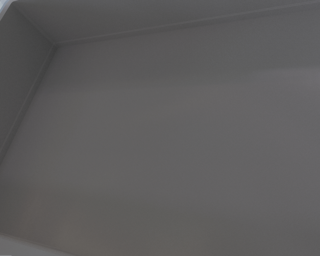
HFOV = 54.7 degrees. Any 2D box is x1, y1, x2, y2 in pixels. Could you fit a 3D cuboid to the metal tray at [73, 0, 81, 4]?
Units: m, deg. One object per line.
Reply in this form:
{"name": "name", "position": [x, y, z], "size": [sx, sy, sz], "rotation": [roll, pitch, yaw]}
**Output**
{"name": "metal tray", "position": [-0.159, -0.324, 0.659], "size": [0.090, 0.030, 0.130], "rotation": [-40, 37, 15]}

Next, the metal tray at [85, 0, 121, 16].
{"name": "metal tray", "position": [-0.098, -0.298, 0.640], "size": [0.130, 0.030, 0.090], "rotation": [-39, 51, 2]}
